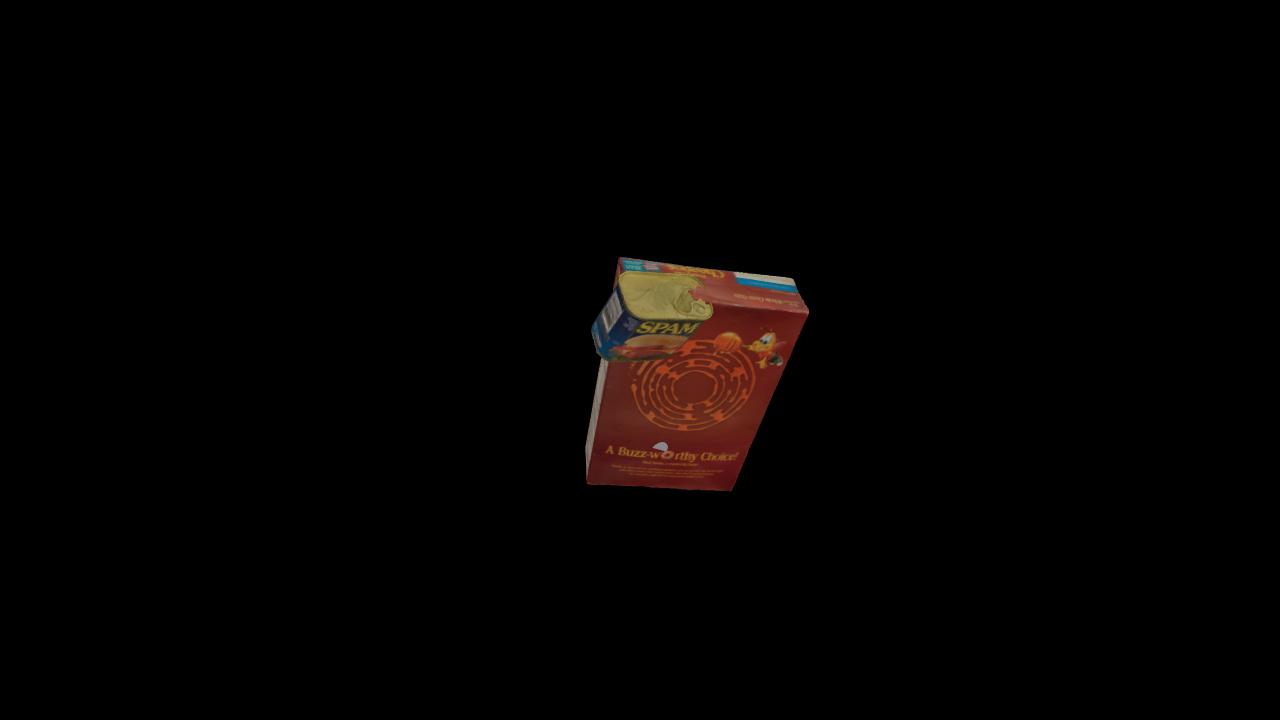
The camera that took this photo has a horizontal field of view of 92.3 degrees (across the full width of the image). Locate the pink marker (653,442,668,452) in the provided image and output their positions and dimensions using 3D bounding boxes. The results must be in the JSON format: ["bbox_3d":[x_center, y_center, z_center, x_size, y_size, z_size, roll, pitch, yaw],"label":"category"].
[{"bbox_3d":[0.039,0.052,0.759,0.020,0.121,0.020,15,-10,3],"label":"pink marker"}]

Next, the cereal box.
[{"bbox_3d":[0.051,0.032,0.740,0.203,0.306,0.081,4,39,-10],"label":"cereal box"}]

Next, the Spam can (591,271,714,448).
[{"bbox_3d":[0.010,-0.042,0.631,0.101,0.058,0.085,0,-31,-30],"label":"Spam can"}]
